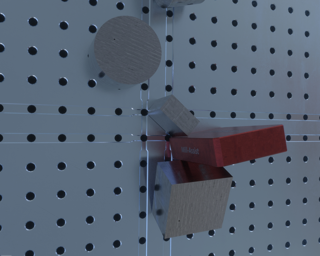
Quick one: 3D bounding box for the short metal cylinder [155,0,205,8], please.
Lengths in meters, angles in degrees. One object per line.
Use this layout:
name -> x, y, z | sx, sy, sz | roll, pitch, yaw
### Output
short metal cylinder -> 0.024, -0.197, 0.392 | 0.050, 0.080, 0.080 | -15, 96, -19

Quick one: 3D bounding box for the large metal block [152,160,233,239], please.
large metal block -> 0.039, 0.088, 0.399 | 0.081, 0.050, 0.079 | -3, 115, -20

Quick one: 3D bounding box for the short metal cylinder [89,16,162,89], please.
short metal cylinder -> -0.044, -0.090, 0.383 | 0.081, 0.050, 0.079 | 0, 90, -20

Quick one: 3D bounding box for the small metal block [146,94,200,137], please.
small metal block -> 0.016, -0.014, 0.404 | 0.050, 0.050, 0.025 | 43, 73, -15

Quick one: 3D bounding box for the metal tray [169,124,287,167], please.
metal tray -> 0.077, 0.019, 0.385 | 0.091, 0.130, 0.030 | -10, 92, -20
